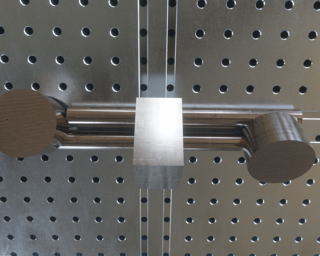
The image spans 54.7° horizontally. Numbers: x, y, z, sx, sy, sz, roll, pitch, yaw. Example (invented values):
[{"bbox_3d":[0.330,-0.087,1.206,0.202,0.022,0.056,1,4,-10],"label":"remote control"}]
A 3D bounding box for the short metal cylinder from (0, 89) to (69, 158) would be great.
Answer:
[{"bbox_3d":[-0.160,-0.005,0.382,0.081,0.050,0.080,0,87,-1],"label":"short metal cylinder"}]

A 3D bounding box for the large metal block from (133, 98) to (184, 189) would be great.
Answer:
[{"bbox_3d":[-0.002,0.020,0.359,0.050,0.080,0.080,1,152,0],"label":"large metal block"}]

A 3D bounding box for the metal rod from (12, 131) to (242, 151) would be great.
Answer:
[{"bbox_3d":[-0.043,0.017,0.419,0.302,0.025,0.025,1,110,-1],"label":"metal rod"}]

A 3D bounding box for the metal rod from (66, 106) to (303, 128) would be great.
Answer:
[{"bbox_3d":[0.032,-0.015,0.408,0.302,0.025,0.025,1,110,-1],"label":"metal rod"}]

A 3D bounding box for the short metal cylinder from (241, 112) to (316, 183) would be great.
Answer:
[{"bbox_3d":[0.148,0.026,0.397,0.081,0.050,0.079,0,132,0],"label":"short metal cylinder"}]
